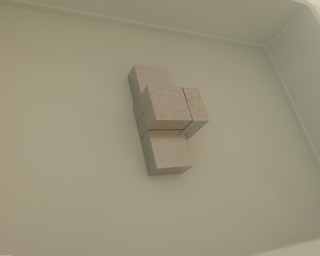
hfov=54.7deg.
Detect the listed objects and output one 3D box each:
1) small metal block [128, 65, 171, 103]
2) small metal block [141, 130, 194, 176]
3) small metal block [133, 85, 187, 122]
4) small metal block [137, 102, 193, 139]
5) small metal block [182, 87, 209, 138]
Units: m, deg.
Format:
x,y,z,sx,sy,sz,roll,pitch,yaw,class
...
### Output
x,y,z,sx,sy,sz,roll,pitch,yaw,class
-0.013,-0.058,0.432,0.050,0.025,0.050,0,62,-28,small metal block
0.008,0.030,0.389,0.050,0.025,0.050,0,62,-28,small metal block
-0.001,-0.031,0.405,0.050,0.050,0.025,0,62,-28,small metal block
0.005,-0.009,0.395,0.050,0.050,0.025,0,62,-28,small metal block
0.036,-0.019,0.418,0.025,0.050,0.050,0,62,-28,small metal block
